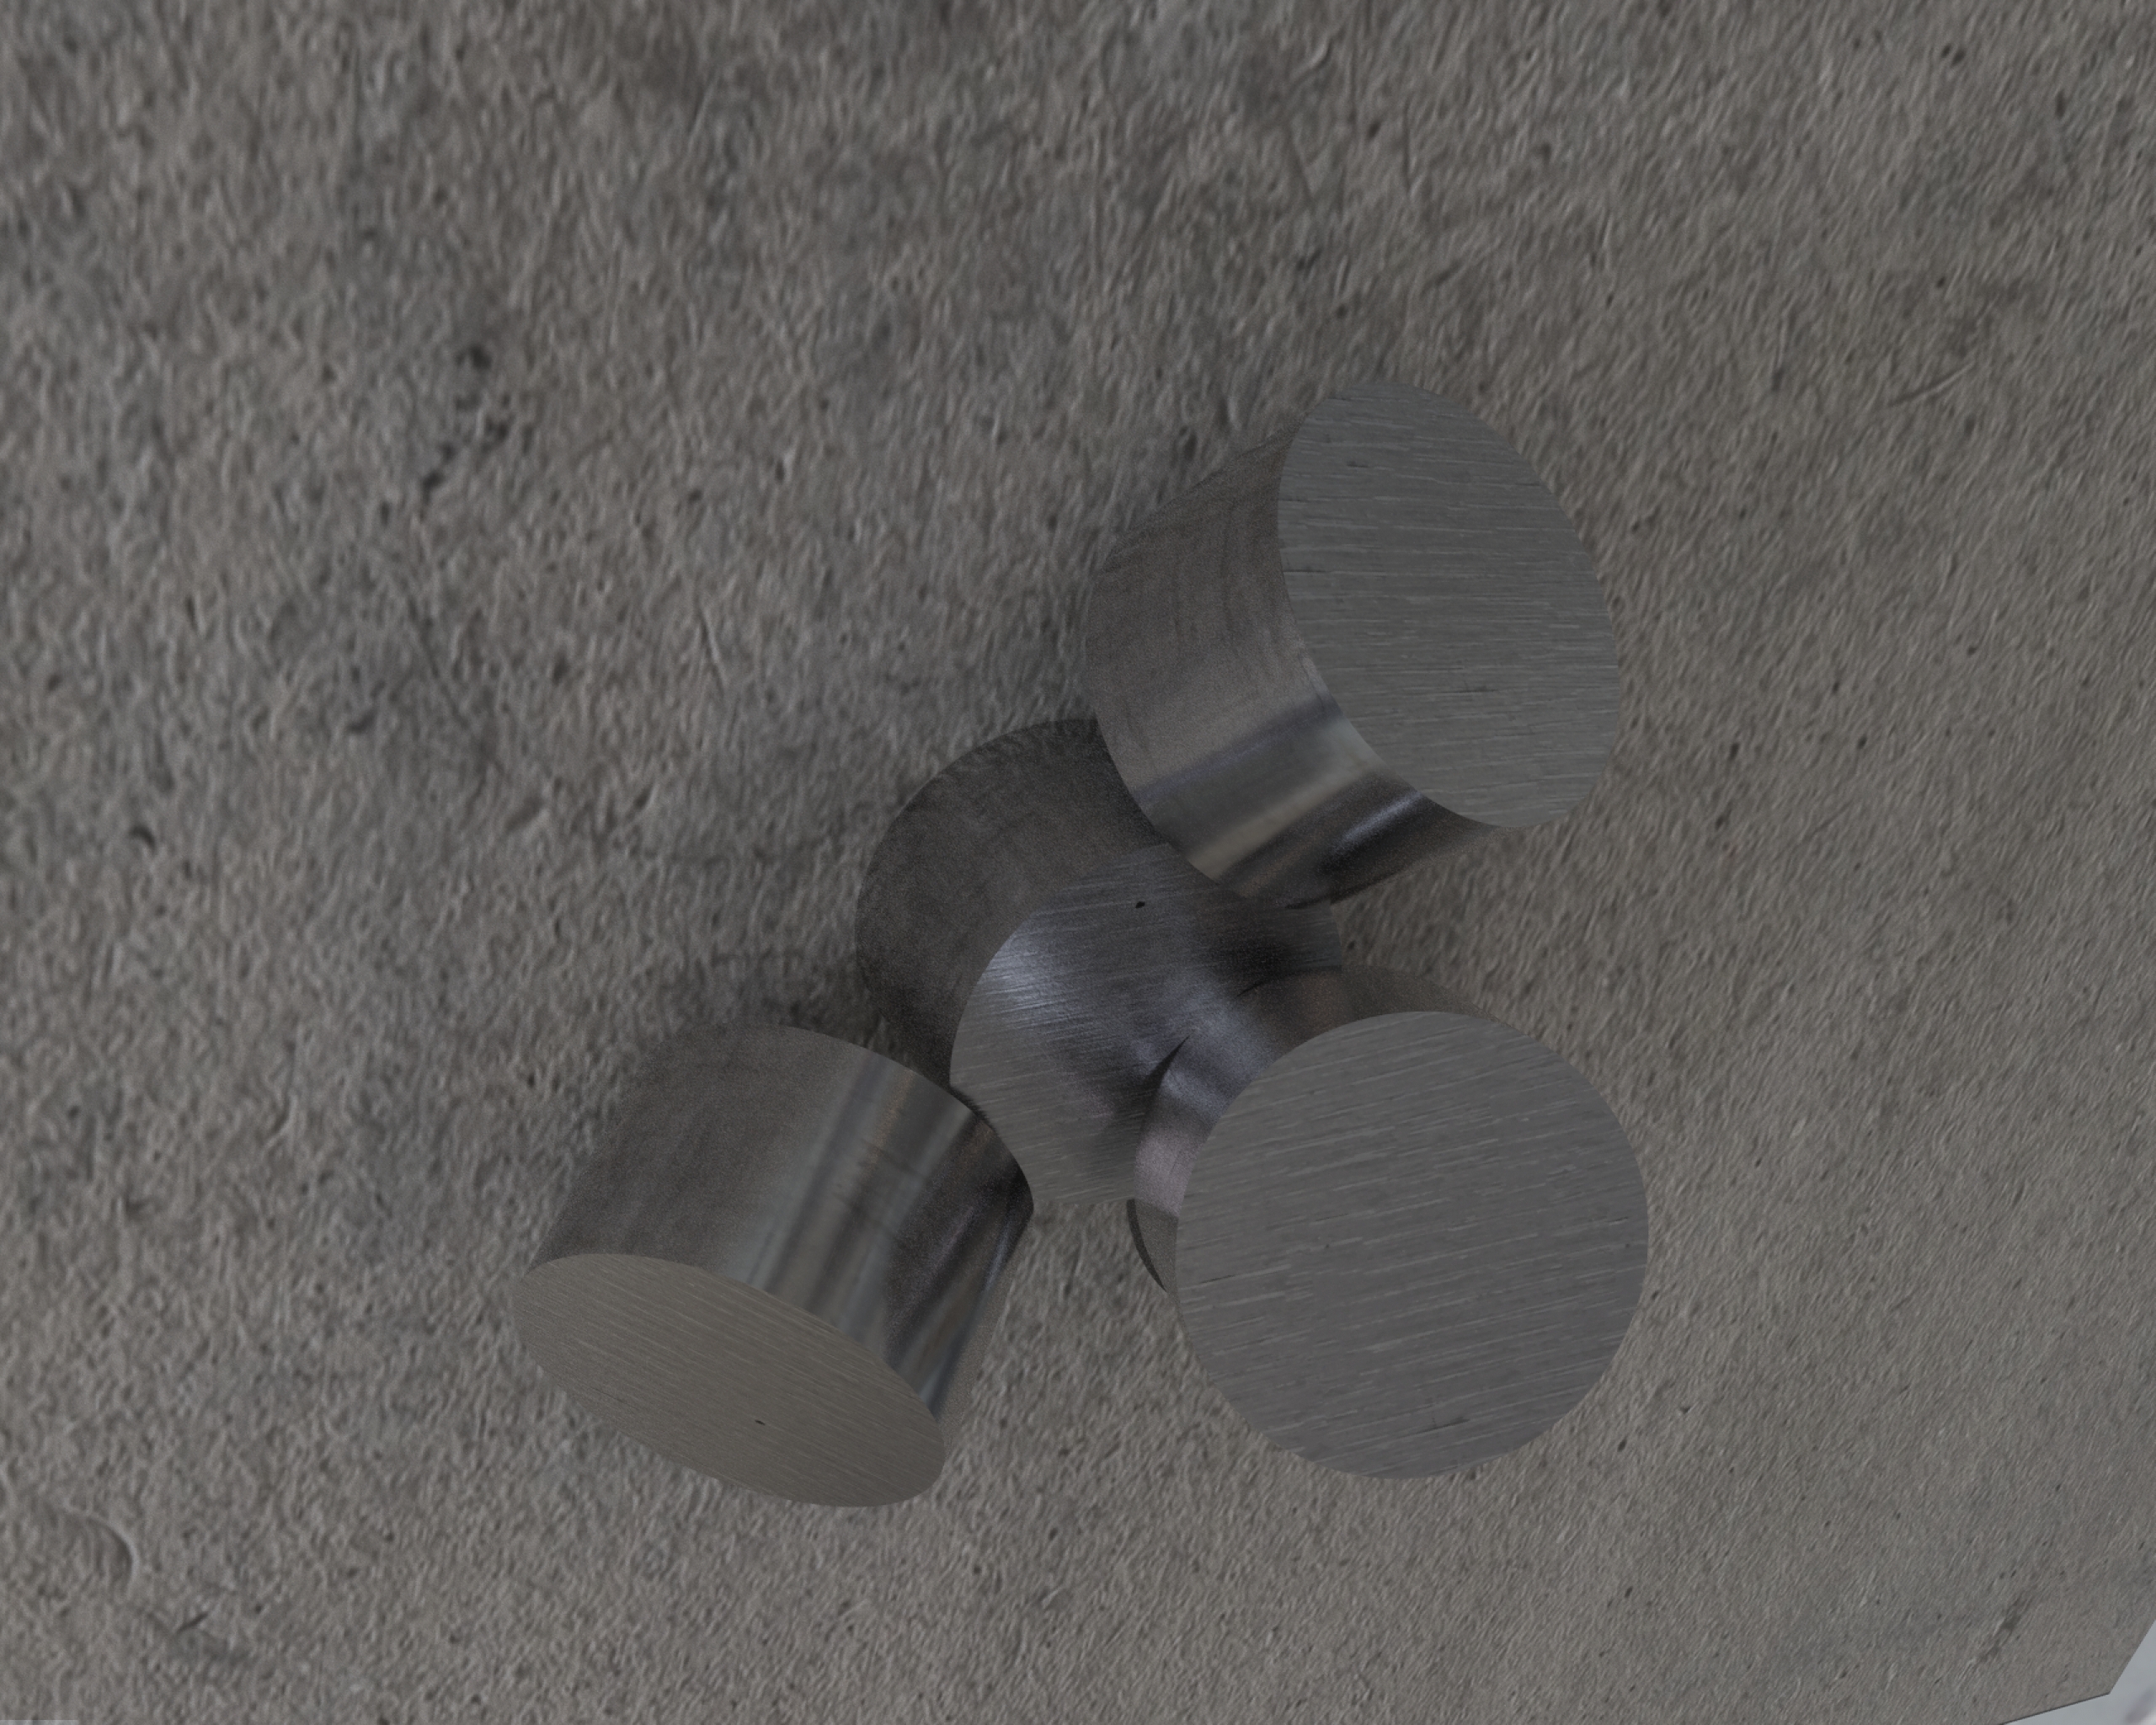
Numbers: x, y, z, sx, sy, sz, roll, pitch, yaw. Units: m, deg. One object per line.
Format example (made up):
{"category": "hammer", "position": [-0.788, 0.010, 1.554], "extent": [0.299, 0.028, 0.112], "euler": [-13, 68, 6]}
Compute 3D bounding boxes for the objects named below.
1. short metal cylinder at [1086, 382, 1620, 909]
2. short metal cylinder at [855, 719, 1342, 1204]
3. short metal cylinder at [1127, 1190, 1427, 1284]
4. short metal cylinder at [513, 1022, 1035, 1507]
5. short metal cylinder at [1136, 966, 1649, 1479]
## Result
{"category": "short metal cylinder", "position": [0.049, -0.037, 0.367], "extent": [0.081, 0.080, 0.050], "euler": [14, 155, -34]}
{"category": "short metal cylinder", "position": [0.003, 0.019, 0.404], "extent": [0.081, 0.050, 0.079], "euler": [-14, 124, -21]}
{"category": "short metal cylinder", "position": [0.058, 0.069, 0.445], "extent": [0.080, 0.080, 0.050], "euler": [-46, 129, 4]}
{"category": "short metal cylinder", "position": [-0.054, 0.074, 0.380], "extent": [0.080, 0.050, 0.080], "euler": [12, 139, 11]}
{"category": "short metal cylinder", "position": [0.053, 0.061, 0.371], "extent": [0.081, 0.050, 0.079], "euler": [-1, 96, -7]}
